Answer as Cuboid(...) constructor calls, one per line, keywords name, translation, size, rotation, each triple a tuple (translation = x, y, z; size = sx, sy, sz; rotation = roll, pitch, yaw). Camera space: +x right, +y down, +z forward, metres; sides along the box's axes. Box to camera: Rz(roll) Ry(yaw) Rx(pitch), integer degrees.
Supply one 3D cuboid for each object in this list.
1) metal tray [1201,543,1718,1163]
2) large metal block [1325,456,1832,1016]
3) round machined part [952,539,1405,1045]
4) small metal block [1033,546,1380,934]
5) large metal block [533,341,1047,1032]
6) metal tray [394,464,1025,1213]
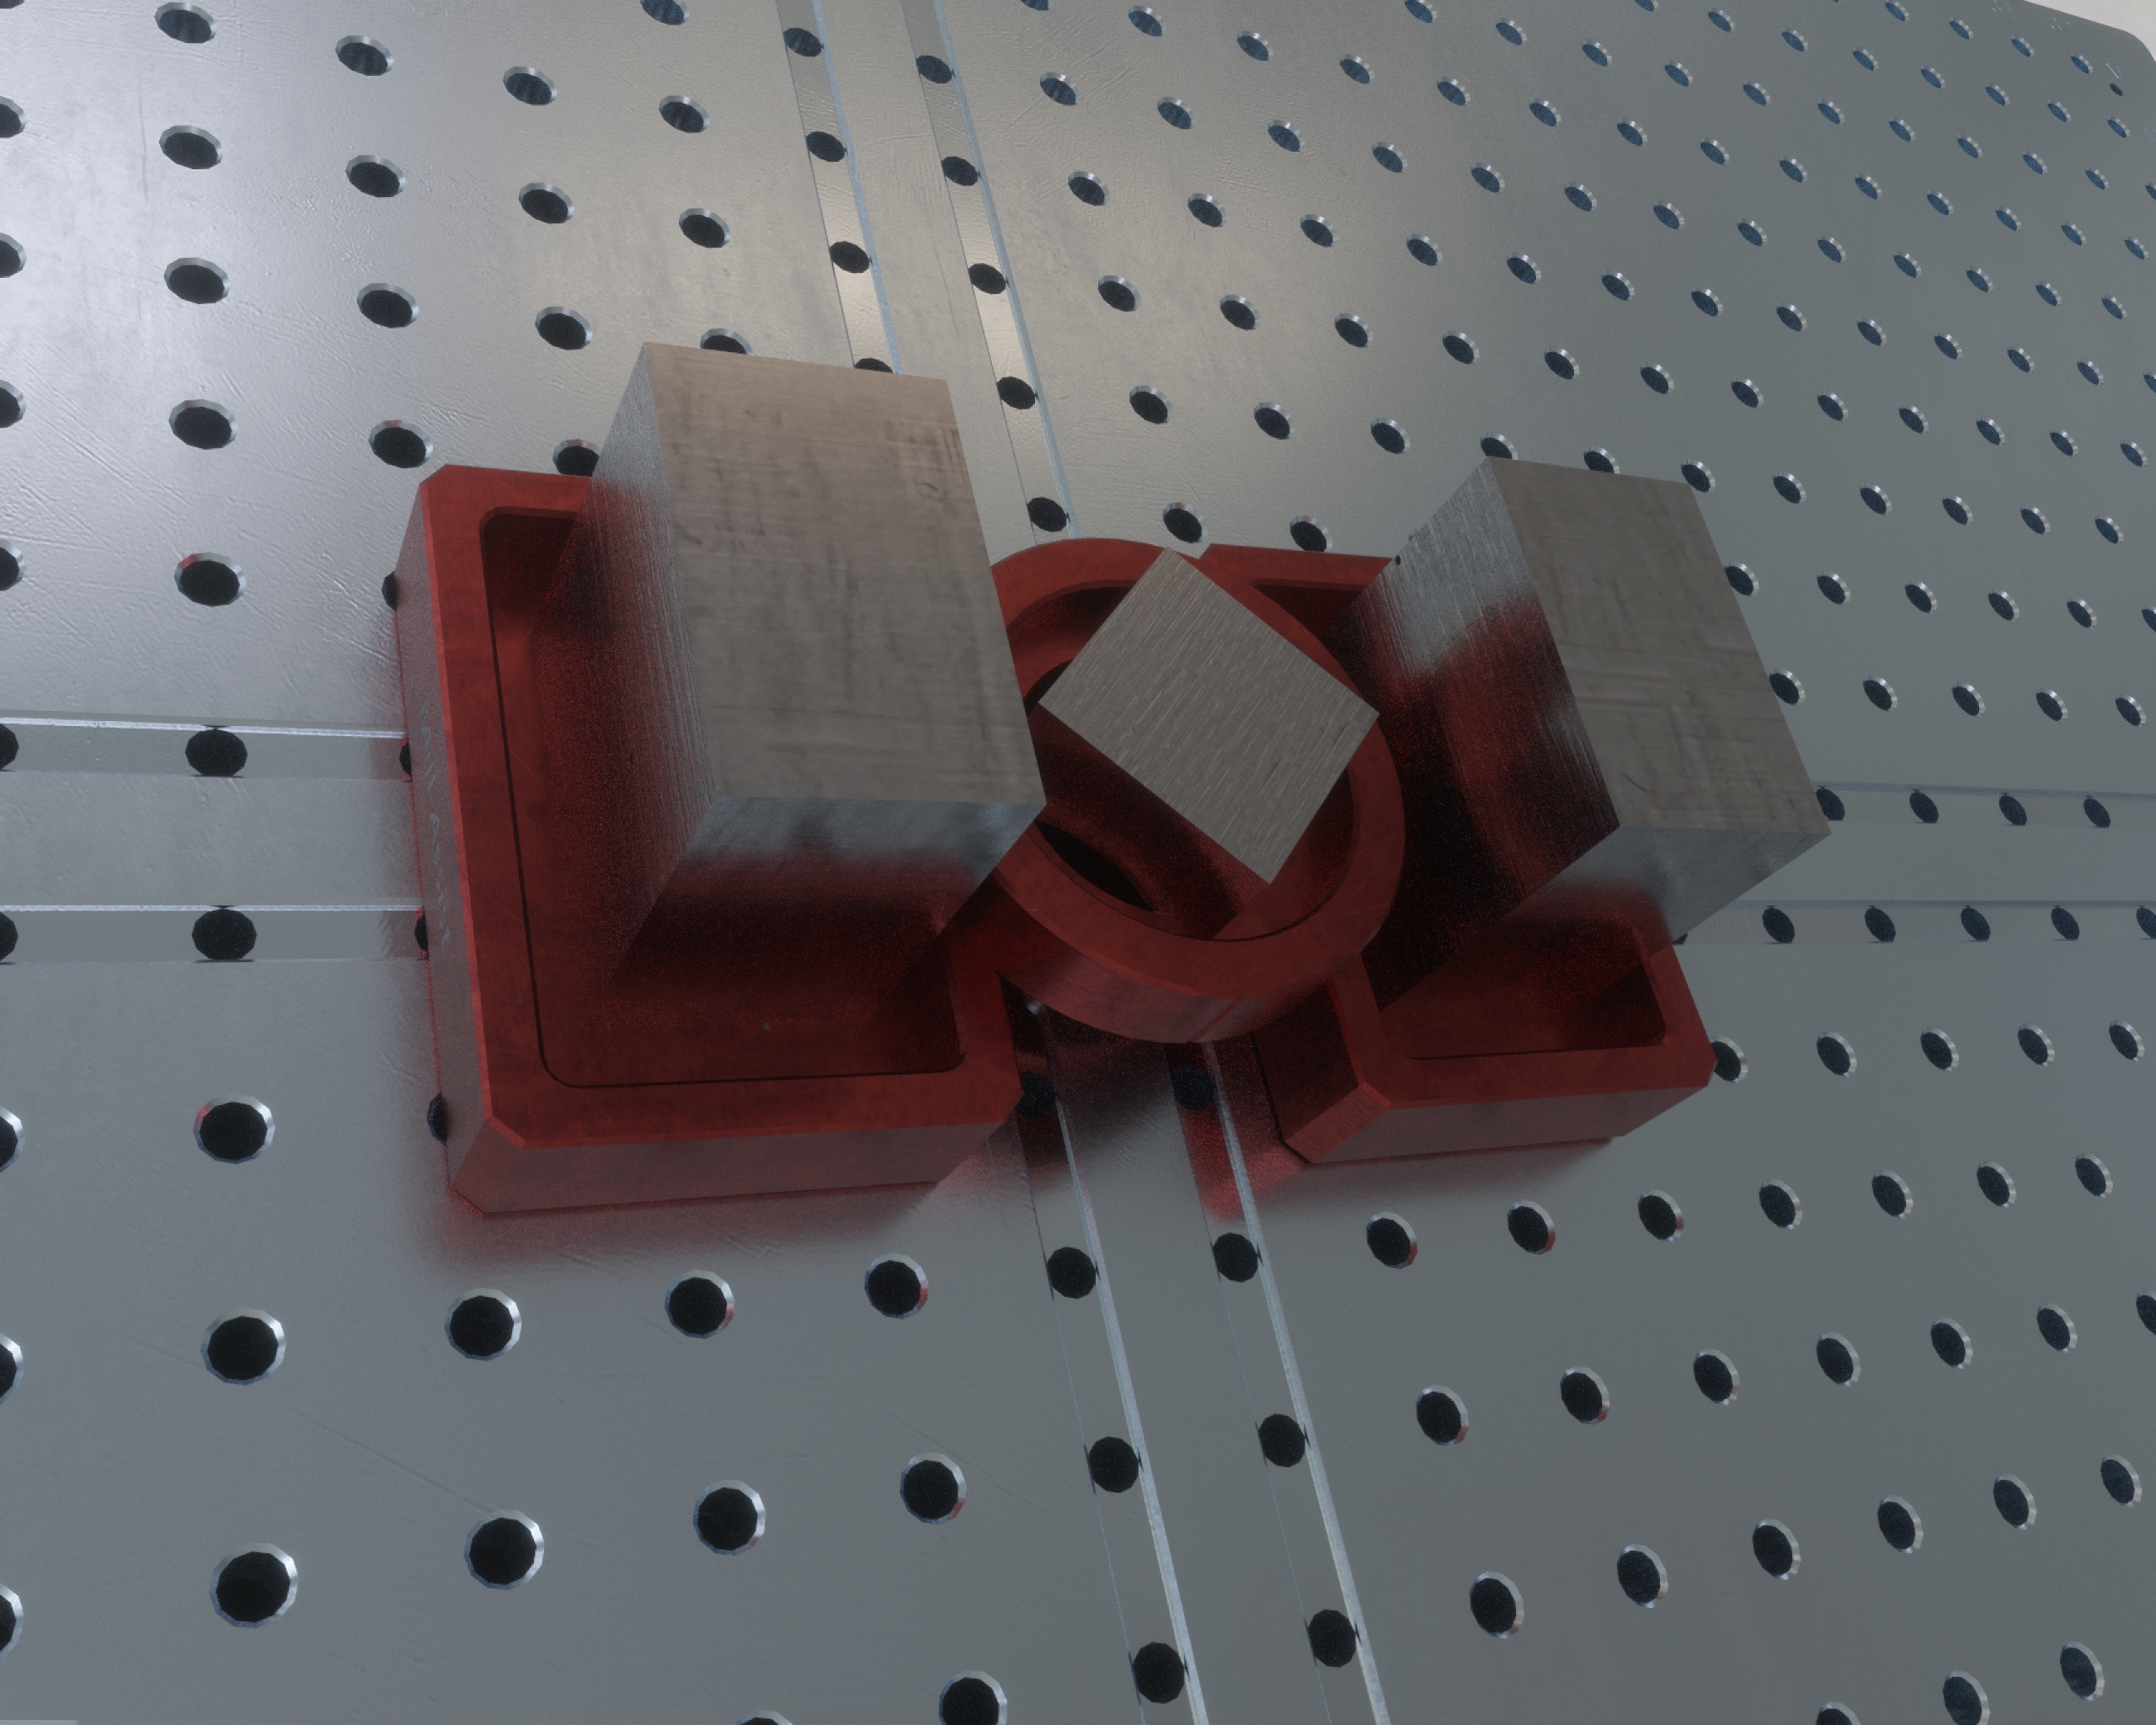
Cuboid(name="metal tray", translation=(0.073, -0.005, 0.445), size=(0.091, 0.030, 0.130), rotation=(0, 62, -28))
Cuboid(name="large metal block", translation=(0.091, -0.022, 0.418), size=(0.050, 0.080, 0.080), rotation=(1, 61, -28))
Cuboid(name="round machined part", translation=(0.009, -0.010, 0.397), size=(0.099, 0.042, 0.098), rotation=(14, 56, -21))
Cuboid(name="small metal block", translation=(0.019, -0.022, 0.379), size=(0.050, 0.025, 0.050), rotation=(38, 51, -3))
Cuboid(name="large metal block", translation=(-0.052, -0.025, 0.343), size=(0.050, 0.080, 0.080), rotation=(1, 62, -28))
Cuboid(name="metal tray", translation=(-0.068, -0.007, 0.371), size=(0.091, 0.030, 0.130), rotation=(1, 61, -28))
